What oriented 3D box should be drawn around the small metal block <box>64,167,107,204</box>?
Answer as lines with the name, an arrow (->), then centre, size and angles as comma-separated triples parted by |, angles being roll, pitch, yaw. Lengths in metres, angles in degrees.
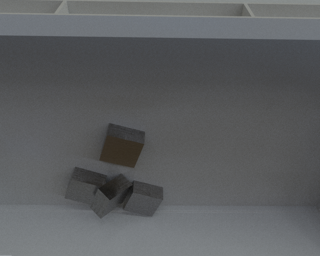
small metal block -> -0.117, 0.092, 0.486 | 0.050, 0.025, 0.050 | 18, 128, -15

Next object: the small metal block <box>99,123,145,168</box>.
small metal block -> -0.053, 0.025, 0.430 | 0.050, 0.025, 0.050 | 14, 129, -12

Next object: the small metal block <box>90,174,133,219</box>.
small metal block -> -0.075, 0.105, 0.478 | 0.025, 0.050, 0.050 | 41, 129, 17

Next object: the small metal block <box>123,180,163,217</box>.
small metal block -> -0.028, 0.116, 0.508 | 0.050, 0.025, 0.050 | 17, 128, -14
